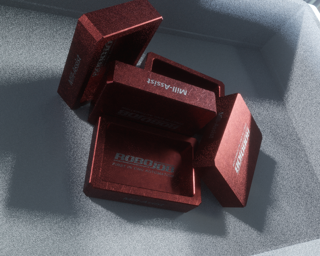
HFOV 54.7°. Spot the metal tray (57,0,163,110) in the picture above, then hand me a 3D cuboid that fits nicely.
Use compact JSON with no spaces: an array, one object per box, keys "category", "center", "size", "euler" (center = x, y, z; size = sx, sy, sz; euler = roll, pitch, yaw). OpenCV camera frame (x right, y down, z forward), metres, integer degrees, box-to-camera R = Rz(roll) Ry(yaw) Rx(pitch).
[{"category":"metal tray","center":[-0.060,-0.080,0.353],"size":[0.091,0.129,0.030],"euler":[-34,82,-38]}]

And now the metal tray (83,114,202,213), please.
[{"category":"metal tray","center":[-0.016,0.043,0.365],"size":[0.131,0.030,0.090],"euler":[15,56,-20]}]

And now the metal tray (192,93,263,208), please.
[{"category":"metal tray","center":[0.095,0.027,0.411],"size":[0.090,0.030,0.130],"euler":[53,46,-28]}]

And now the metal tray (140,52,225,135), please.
[{"category":"metal tray","center":[0.031,-0.047,0.447],"size":[0.131,0.030,0.090],"euler":[19,54,-17]}]

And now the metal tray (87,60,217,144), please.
[{"category":"metal tray","center":[-0.011,-0.024,0.370],"size":[0.131,0.090,0.030],"euler":[15,56,-21]}]
